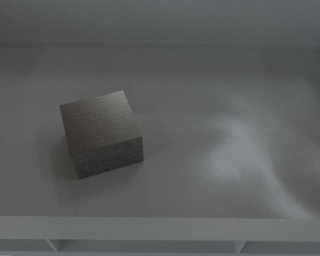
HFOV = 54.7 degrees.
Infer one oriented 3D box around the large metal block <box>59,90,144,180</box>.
[{"bbox_3d":[-0.072,0.007,0.382,0.081,0.050,0.080,-15,52,-13],"label":"large metal block"}]
